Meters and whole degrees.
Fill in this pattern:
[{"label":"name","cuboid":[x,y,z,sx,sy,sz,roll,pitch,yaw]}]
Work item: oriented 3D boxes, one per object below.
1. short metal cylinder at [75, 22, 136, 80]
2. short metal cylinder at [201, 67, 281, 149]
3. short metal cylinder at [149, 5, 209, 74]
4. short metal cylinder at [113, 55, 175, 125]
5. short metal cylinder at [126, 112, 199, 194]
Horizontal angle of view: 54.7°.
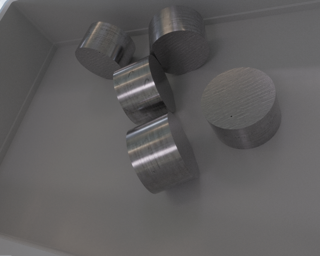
[{"label":"short metal cylinder","cuboid":[-0.085,-0.120,0.489,0.080,0.080,0.050,9,66,32]},{"label":"short metal cylinder","cuboid":[0.093,-0.022,0.354,0.080,0.050,0.080,-13,56,21]},{"label":"short metal cylinder","cuboid":[0.025,-0.121,0.431,0.080,0.080,0.050,-16,55,19]},{"label":"short metal cylinder","cuboid":[-0.019,-0.050,0.411,0.050,0.080,0.080,-21,54,16]},{"label":"short metal cylinder","cuboid":[0.004,0.028,0.351,0.050,0.080,0.080,-24,53,13]}]
